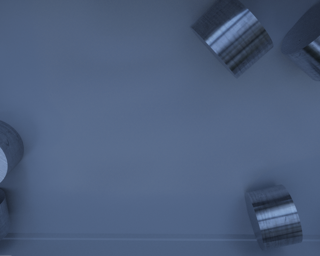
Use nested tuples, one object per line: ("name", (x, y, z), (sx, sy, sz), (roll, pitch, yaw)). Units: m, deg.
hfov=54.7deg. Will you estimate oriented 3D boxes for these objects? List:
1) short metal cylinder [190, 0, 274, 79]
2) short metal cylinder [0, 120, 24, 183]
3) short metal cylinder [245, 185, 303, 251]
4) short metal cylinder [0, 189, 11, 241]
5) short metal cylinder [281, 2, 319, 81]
("short metal cylinder", (0.079, -0.102, 0.346), (0.050, 0.080, 0.080), (-42, 105, 14))
("short metal cylinder", (-0.230, 0.033, 0.407), (0.081, 0.050, 0.079), (0, 110, -1))
("short metal cylinder", (0.155, 0.123, 0.430), (0.050, 0.080, 0.080), (-14, 110, 5))
("short metal cylinder", (-0.252, 0.123, 0.424), (0.081, 0.080, 0.050), (0, 110, -1))
("short metal cylinder", (0.186, -0.100, 0.348), (0.050, 0.080, 0.080), (36, 106, -13))
